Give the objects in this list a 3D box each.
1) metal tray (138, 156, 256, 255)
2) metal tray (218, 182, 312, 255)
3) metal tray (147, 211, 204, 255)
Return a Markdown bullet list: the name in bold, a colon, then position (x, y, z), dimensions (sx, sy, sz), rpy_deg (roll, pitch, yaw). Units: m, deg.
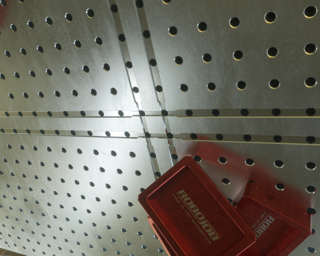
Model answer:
- **metal tray**: position (0.045, 0.112, 0.395), dimensions (0.090, 0.030, 0.130), rpy_deg (-40, 72, 4)
- **metal tray**: position (0.132, 0.144, 0.426), dimensions (0.090, 0.030, 0.129), rpy_deg (28, 128, 10)
- **metal tray**: position (0.043, 0.183, 0.468), dimensions (0.090, 0.030, 0.130), rpy_deg (-17, 104, 56)
